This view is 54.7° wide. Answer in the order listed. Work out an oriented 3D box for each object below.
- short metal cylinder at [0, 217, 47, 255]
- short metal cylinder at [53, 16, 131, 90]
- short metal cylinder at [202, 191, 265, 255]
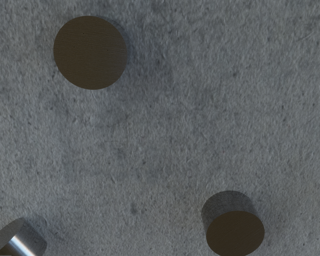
[{"bbox_3d":[-0.211,0.176,0.442,0.080,0.080,0.050,-31,108,10],"label":"short metal cylinder"},{"bbox_3d":[-0.076,-0.089,0.362,0.081,0.050,0.079,0,110,-1],"label":"short metal cylinder"},{"bbox_3d":[0.104,0.139,0.449,0.081,0.050,0.079,0,110,-1],"label":"short metal cylinder"}]
